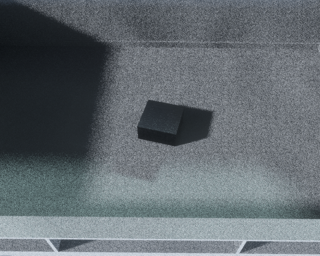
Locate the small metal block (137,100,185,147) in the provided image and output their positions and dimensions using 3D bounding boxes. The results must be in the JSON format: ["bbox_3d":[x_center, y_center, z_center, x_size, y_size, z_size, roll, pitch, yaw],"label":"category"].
[{"bbox_3d":[0.002,-0.007,0.411,0.050,0.025,0.050,12,51,9],"label":"small metal block"}]
